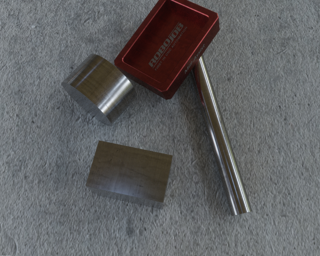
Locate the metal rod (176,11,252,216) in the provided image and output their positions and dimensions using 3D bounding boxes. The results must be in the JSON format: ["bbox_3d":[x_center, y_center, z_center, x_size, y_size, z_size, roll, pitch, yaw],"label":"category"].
[{"bbox_3d":[0.066,-0.034,0.421,0.025,0.025,0.299,-12,70,-4],"label":"metal rod"}]

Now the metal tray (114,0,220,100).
[{"bbox_3d":[0.010,-0.115,0.428,0.090,0.030,0.130,32,83,20],"label":"metal tray"}]

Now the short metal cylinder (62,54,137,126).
[{"bbox_3d":[-0.077,-0.047,0.396,0.080,0.080,0.050,36,74,12],"label":"short metal cylinder"}]

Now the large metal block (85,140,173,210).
[{"bbox_3d":[-0.031,0.057,0.358,0.080,0.080,0.050,11,71,4],"label":"large metal block"}]
